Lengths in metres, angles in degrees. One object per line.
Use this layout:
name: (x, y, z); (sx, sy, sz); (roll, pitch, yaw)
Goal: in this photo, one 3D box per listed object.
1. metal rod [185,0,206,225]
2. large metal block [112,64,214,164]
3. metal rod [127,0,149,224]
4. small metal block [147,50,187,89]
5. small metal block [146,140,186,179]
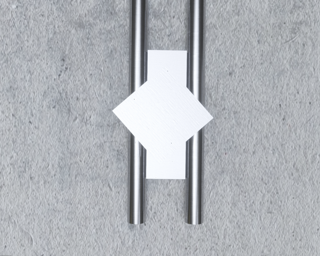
metal rod: (0.047, -0.024, 0.412); (0.025, 0.025, 0.298); (1, 90, -1)
large metal block: (0.003, -0.015, 0.372); (0.080, 0.050, 0.080); (-41, 91, 0)
metal rod: (-0.029, -0.025, 0.411); (0.025, 0.025, 0.298); (1, 90, -1)
small metal block: (0.009, -0.075, 0.410); (0.050, 0.025, 0.050); (1, 90, -1)
small metal block: (0.008, 0.041, 0.410); (0.050, 0.025, 0.050); (1, 90, -1)
